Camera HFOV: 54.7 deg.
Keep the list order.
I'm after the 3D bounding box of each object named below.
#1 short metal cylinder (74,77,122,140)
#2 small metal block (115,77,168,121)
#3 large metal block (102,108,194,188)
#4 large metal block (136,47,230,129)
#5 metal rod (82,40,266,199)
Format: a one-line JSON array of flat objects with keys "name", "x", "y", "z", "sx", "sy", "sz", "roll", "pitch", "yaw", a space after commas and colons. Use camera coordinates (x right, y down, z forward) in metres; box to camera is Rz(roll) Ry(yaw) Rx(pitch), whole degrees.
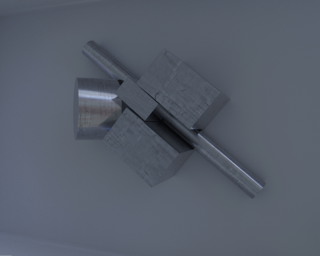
[{"name": "short metal cylinder", "x": -0.083, "y": -0.024, "z": 0.402, "sx": 0.050, "sy": 0.080, "sz": 0.079, "roll": 1, "pitch": 90, "yaw": -20}, {"name": "small metal block", "x": -0.019, "y": -0.034, "z": 0.377, "sx": 0.050, "sy": 0.050, "sz": 0.025, "roll": 42, "pitch": 103, "yaw": 14}, {"name": "large metal block", "x": -0.010, "y": 0.021, "z": 0.383, "sx": 0.080, "sy": 0.080, "sz": 0.050, "roll": 41, "pitch": 103, "yaw": 15}, {"name": "large metal block", "x": 0.031, "y": -0.043, "z": 0.369, "sx": 0.080, "sy": 0.080, "sz": 0.050, "roll": 42, "pitch": 103, "yaw": 15}, {"name": "metal rod", "x": 0.008, "y": -0.020, "z": 0.406, "sx": 0.300, "sy": 0.025, "sz": 0.025, "roll": 41, "pitch": 103, "yaw": 15}]
